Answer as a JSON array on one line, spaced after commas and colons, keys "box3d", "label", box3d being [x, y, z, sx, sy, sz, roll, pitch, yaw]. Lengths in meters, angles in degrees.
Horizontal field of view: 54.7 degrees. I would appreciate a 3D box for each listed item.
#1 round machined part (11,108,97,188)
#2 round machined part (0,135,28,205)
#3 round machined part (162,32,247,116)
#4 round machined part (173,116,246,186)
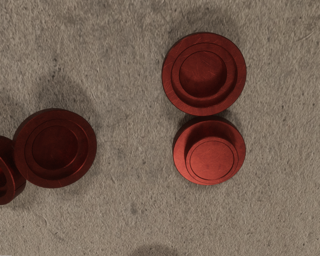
[{"box3d": [-0.134, 0.023, 0.391, 0.099, 0.042, 0.097, -7, 103, -33], "label": "round machined part"}, {"box3d": [-0.214, 0.049, 0.404, 0.098, 0.042, 0.097, 9, 118, 18], "label": "round machined part"}, {"box3d": [0.051, -0.067, 0.377, 0.099, 0.042, 0.097, 0, 110, -1], "label": "round machined part"}, {"box3d": [0.066, 0.035, 0.415, 0.099, 0.042, 0.097, 0, 110, -1], "label": "round machined part"}]
